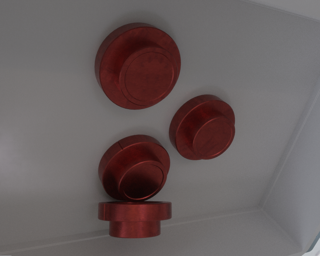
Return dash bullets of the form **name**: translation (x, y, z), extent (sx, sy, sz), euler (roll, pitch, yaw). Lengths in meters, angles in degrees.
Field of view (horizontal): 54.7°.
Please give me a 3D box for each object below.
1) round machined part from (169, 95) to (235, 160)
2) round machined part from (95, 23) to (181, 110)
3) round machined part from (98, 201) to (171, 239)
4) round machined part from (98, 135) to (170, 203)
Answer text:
- **round machined part**: translation (0.066, 0.006, 0.437), extent (0.099, 0.042, 0.097), euler (-14, 124, -21)
- **round machined part**: translation (-0.019, -0.064, 0.347), extent (0.099, 0.042, 0.097), euler (-14, 124, -21)
- **round machined part**: translation (-0.033, 0.122, 0.416), extent (0.099, 0.098, 0.042), euler (7, 77, -32)
- **round machined part**: translation (-0.030, 0.061, 0.419), extent (0.099, 0.042, 0.097), euler (-14, 124, -21)
